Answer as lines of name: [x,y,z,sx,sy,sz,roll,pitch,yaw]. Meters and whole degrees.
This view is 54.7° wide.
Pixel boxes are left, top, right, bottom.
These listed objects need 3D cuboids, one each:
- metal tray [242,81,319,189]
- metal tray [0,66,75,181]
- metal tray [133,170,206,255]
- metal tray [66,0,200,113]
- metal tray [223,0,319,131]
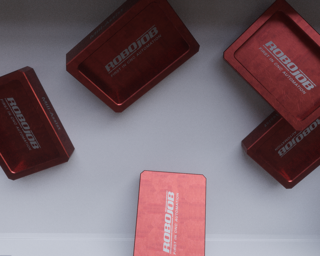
metal tray: [0.188,0.009,0.414,0.090,0.030,0.130,40,105,-14]
metal tray: [-0.182,-0.004,0.404,0.090,0.030,0.129,-20,109,6]
metal tray: [0.014,0.126,0.416,0.091,0.030,0.130,5,71,-3]
metal tray: [-0.031,-0.087,0.359,0.130,0.030,0.090,-37,128,12]
metal tray: [0.150,-0.072,0.365,0.130,0.030,0.090,46,104,2]
